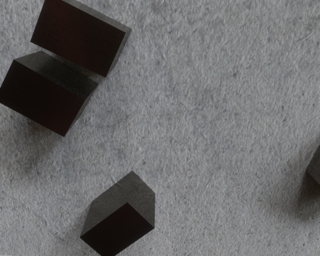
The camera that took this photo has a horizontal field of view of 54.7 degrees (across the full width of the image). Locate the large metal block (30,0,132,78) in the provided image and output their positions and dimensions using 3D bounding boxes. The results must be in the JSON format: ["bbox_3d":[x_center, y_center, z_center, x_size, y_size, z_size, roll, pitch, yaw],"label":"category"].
[{"bbox_3d":[-0.081,-0.103,0.341,0.080,0.080,0.050,25,108,-9],"label":"large metal block"}]

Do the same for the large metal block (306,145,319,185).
[{"bbox_3d":[0.262,0.046,0.417,0.080,0.050,0.079,17,109,-7],"label":"large metal block"}]

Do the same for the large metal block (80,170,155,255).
[{"bbox_3d":[-0.054,0.117,0.423,0.080,0.080,0.050,-38,106,12],"label":"large metal block"}]

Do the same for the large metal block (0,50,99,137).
[{"bbox_3d":[-0.126,-0.043,0.363,0.080,0.080,0.050,30,107,-11],"label":"large metal block"}]
